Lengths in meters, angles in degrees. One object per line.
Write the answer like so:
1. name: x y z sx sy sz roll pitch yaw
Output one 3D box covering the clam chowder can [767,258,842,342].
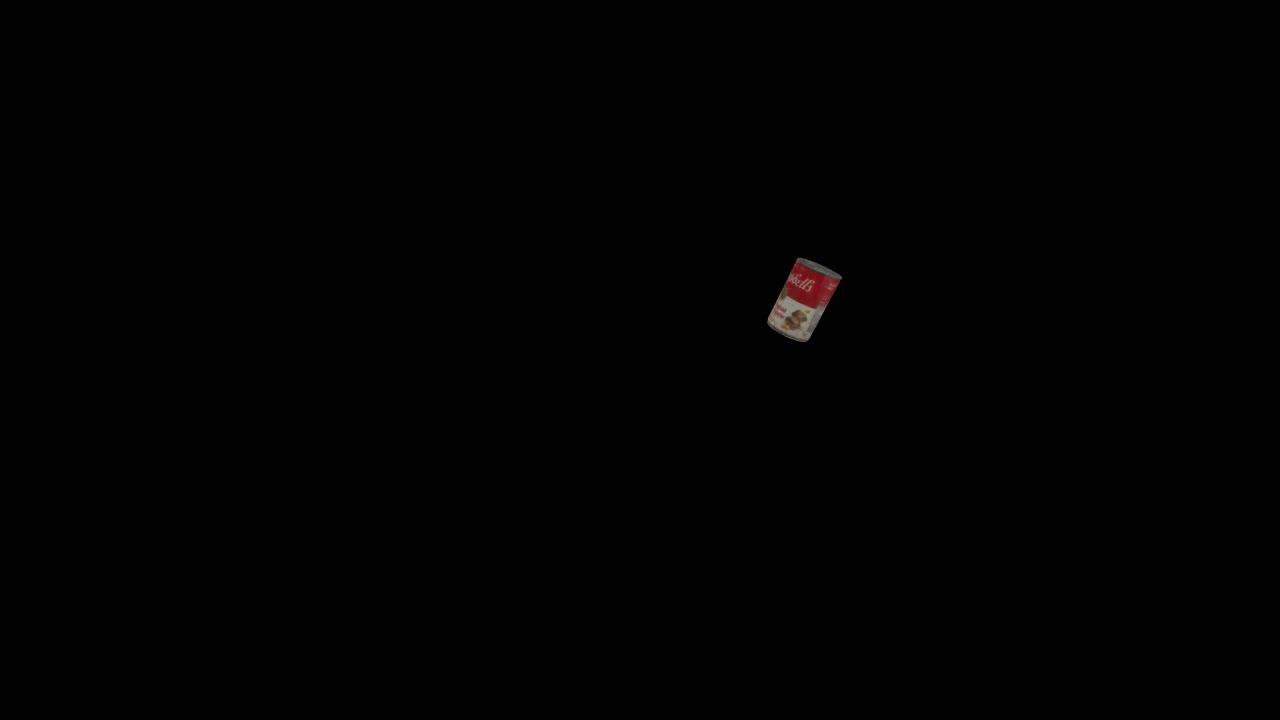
1. clam chowder can: 0.231 -0.085 0.872 0.068 0.102 0.068 19 22 -8
